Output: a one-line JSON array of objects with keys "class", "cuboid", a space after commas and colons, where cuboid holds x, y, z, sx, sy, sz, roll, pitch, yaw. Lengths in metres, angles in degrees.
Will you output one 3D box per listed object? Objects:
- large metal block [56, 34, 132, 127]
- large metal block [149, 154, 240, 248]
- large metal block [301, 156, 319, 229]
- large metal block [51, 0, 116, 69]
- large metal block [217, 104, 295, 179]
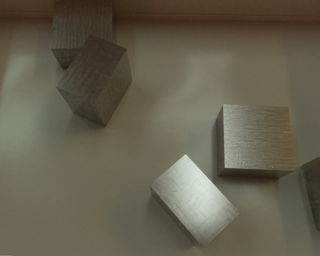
[{"class": "large metal block", "cuboid": [-0.080, -0.058, 0.401, 0.050, 0.080, 0.080, 24, 72, 8]}, {"class": "large metal block", "cuboid": [0.034, 0.085, 0.350, 0.050, 0.080, 0.080, -39, 75, -13]}, {"class": "large metal block", "cuboid": [0.229, 0.076, 0.371, 0.081, 0.050, 0.080, -4, 70, -2]}, {"class": "large metal block", "cuboid": [-0.106, -0.135, 0.444, 0.081, 0.050, 0.080, -3, 70, -2]}, {"class": "large metal block", "cuboid": [0.116, 0.018, 0.391, 0.081, 0.050, 0.080, 3, 70, 0]}]
